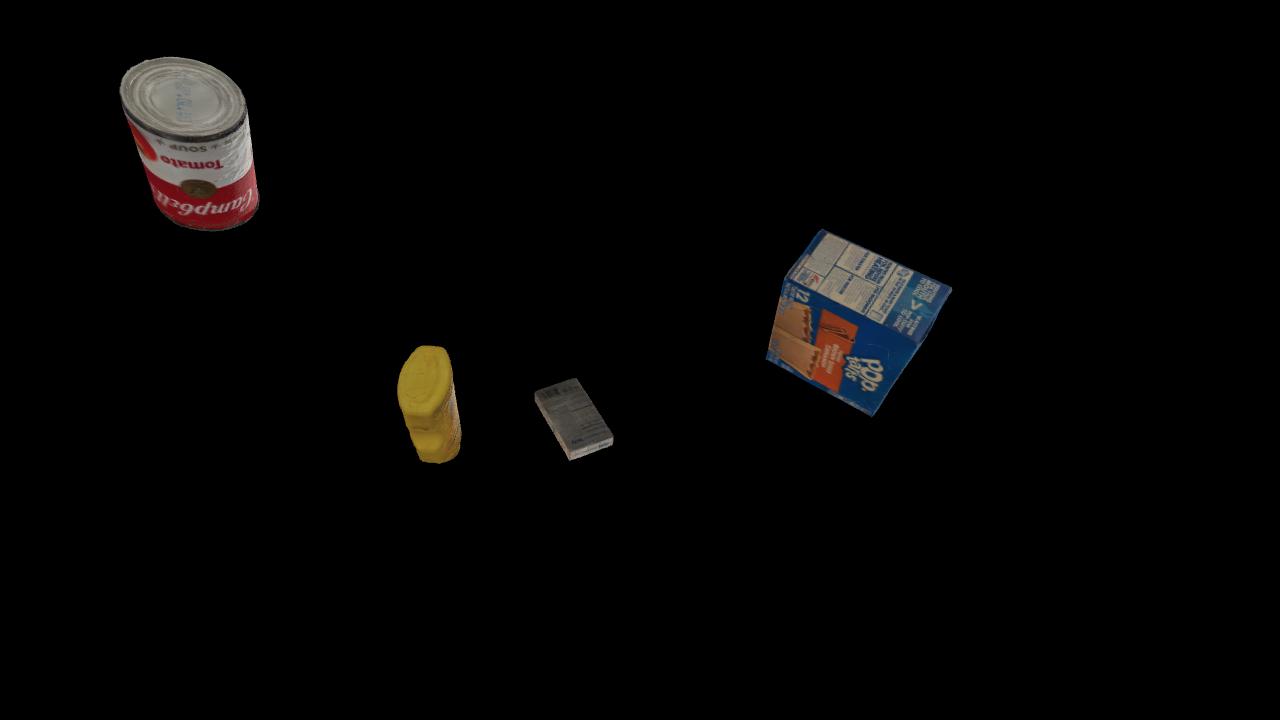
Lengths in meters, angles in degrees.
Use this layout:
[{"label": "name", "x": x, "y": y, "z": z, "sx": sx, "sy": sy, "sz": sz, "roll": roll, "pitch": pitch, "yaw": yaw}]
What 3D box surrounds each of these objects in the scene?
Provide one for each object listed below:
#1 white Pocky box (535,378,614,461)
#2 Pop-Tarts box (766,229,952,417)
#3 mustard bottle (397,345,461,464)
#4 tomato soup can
[{"label": "white Pocky box", "x": -0.116, "y": 0.099, "z": 1.063, "sx": 0.084, "sy": 0.028, "sz": 0.154, "roll": -18, "pitch": 48, "yaw": -24}, {"label": "Pop-Tarts box", "x": 0.223, "y": -0.034, "z": 0.662, "sx": 0.141, "sy": 0.083, "sz": 0.167, "roll": 30, "pitch": -22, "yaw": 19}, {"label": "mustard bottle", "x": -0.237, "y": 0.071, "z": 0.716, "sx": 0.054, "sy": 0.092, "sz": 0.184, "roll": -1, "pitch": -35, "yaw": -10}, {"label": "tomato soup can", "x": -0.307, "y": -0.146, "z": 0.427, "sx": 0.068, "sy": 0.068, "sz": 0.101, "roll": 0, "pitch": -25, "yaw": -28}]
